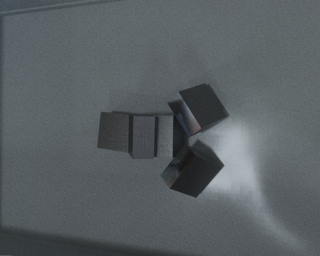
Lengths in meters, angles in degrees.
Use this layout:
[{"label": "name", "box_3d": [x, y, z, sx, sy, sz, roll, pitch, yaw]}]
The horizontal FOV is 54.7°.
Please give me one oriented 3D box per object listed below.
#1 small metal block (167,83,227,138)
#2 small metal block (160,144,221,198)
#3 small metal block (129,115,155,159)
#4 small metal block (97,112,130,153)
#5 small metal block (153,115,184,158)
[{"label": "small metal block", "box_3d": [0.045, -0.022, 0.376, 0.050, 0.050, 0.025, 59, 139, 10]}, {"label": "small metal block", "box_3d": [0.038, 0.053, 0.379, 0.050, 0.050, 0.025, -53, 40, 12]}, {"label": "small metal block", "box_3d": [-0.024, 0.010, 0.384, 0.025, 0.050, 0.050, 1, 94, -12]}, {"label": "small metal block", "box_3d": [-0.056, 0.005, 0.426, 0.050, 0.025, 0.050, 7, 92, 19]}, {"label": "small metal block", "box_3d": [0.012, 0.010, 0.391, 0.025, 0.050, 0.050, 1, 91, 20]}]
